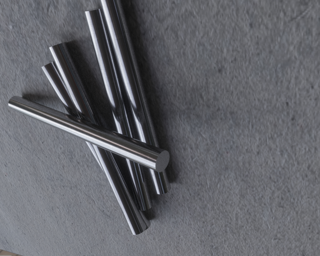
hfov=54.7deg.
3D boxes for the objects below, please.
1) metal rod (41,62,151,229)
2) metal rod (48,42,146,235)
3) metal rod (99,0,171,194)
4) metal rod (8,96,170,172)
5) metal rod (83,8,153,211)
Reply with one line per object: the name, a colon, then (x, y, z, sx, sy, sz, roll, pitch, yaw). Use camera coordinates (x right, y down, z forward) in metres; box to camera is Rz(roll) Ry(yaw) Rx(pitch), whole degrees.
metal rod: (-0.090, 0.038, 0.475, 0.025, 0.025, 0.299, -14, 111, 34)
metal rod: (-0.084, 0.025, 0.448, 0.025, 0.025, 0.298, -11, 108, 32)
metal rod: (-0.029, -0.041, 0.395, 0.025, 0.025, 0.298, 0, 119, 28)
metal rod: (-0.116, -0.002, 0.420, 0.300, 0.025, 0.025, 18, 127, 34)
metal rod: (-0.050, -0.007, 0.426, 0.025, 0.025, 0.298, 3, 120, 26)
